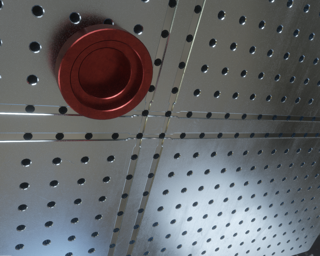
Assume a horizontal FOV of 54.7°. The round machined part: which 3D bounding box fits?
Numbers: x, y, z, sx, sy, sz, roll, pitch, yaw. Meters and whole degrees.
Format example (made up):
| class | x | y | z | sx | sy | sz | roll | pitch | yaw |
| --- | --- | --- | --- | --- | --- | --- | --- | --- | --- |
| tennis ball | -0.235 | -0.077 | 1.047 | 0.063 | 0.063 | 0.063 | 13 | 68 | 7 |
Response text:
| class | x | y | z | sx | sy | sz | roll | pitch | yaw |
| --- | --- | --- | --- | --- | --- | --- | --- | --- | --- |
| round machined part | -0.061 | -0.061 | 0.330 | 0.099 | 0.042 | 0.097 | -14 | 125 | -21 |
